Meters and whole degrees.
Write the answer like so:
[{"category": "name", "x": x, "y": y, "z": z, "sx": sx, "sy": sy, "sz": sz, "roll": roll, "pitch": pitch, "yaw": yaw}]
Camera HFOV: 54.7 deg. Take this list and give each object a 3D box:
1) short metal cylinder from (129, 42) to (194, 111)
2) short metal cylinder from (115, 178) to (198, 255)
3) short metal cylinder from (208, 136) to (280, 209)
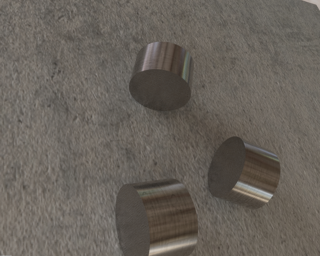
[{"category": "short metal cylinder", "x": 0.003, "y": -0.067, "z": 0.413, "sx": 0.080, "sy": 0.080, "sz": 0.050, "roll": 21, "pitch": 54, "yaw": -16}, {"category": "short metal cylinder", "x": -0.006, "y": 0.093, "z": 0.310, "sx": 0.050, "sy": 0.080, "sz": 0.080, "roll": -2, "pitch": 63, "yaw": -29}, {"category": "short metal cylinder", "x": 0.104, "y": 0.057, "z": 0.392, "sx": 0.050, "sy": 0.080, "sz": 0.080, "roll": 22, "pitch": 53, "yaw": -16}]
